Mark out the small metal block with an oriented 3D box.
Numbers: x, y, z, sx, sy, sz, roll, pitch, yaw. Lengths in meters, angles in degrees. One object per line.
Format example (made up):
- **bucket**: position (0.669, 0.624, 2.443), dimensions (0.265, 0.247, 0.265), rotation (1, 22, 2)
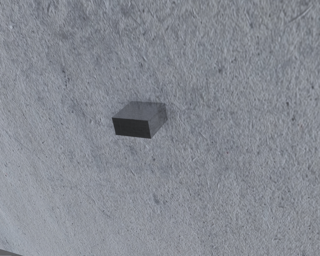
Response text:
- **small metal block**: position (-0.025, -0.012, 0.396), dimensions (0.050, 0.050, 0.025), rotation (5, 121, 25)
